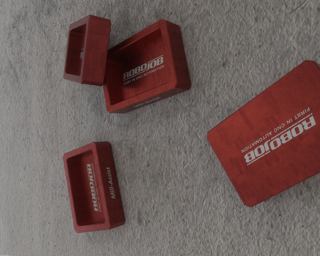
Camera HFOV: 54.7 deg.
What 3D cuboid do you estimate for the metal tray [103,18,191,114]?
[{"bbox_3d":[-0.026,-0.078,0.422,0.130,0.030,0.090,-16,80,38],"label":"metal tray"}]

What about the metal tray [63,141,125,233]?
[{"bbox_3d":[-0.107,0.094,0.489,0.090,0.030,0.129,-20,77,38],"label":"metal tray"}]

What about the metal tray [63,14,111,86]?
[{"bbox_3d":[-0.113,-0.113,0.464,0.130,0.030,0.089,22,105,60],"label":"metal tray"}]

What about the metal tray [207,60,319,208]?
[{"bbox_3d":[0.119,0.009,0.303,0.129,0.030,0.090,-40,66,32],"label":"metal tray"}]
